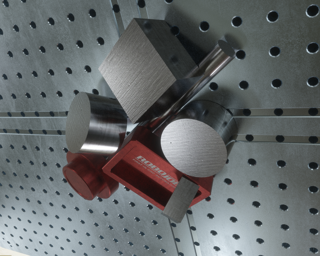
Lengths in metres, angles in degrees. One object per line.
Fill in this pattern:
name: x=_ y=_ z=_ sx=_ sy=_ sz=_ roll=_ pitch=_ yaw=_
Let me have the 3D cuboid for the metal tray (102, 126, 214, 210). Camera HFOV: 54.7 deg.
metal tray: x=-0.003 y=0.064 z=0.431 sx=0.130 sy=0.030 sz=0.090 roll=36 pitch=130 yaw=-13

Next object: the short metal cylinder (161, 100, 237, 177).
short metal cylinder: x=0.048 y=0.013 z=0.377 sx=0.080 sy=0.050 sz=0.079 roll=13 pitch=124 yaw=21

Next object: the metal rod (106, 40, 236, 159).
metal rod: x=-0.014 y=-0.004 z=0.418 sx=0.025 sy=0.025 sz=0.299 roll=44 pitch=130 yaw=-3

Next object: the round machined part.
round machined part: x=-0.116 y=0.076 z=0.491 sx=0.098 sy=0.042 sz=0.097 roll=28 pitch=140 yaw=26

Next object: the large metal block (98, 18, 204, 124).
large metal block: x=-0.012 y=-0.063 z=0.348 sx=0.080 sy=0.050 sz=0.080 roll=-43 pitch=74 yaw=39

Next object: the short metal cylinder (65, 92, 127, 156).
short metal cylinder: x=-0.086 y=-0.004 z=0.411 sx=0.080 sy=0.050 sz=0.080 roll=-16 pitch=70 yaw=51

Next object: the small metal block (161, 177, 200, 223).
small metal block: x=0.025 y=0.095 z=0.402 sx=0.025 sy=0.050 sz=0.050 roll=29 pitch=163 yaw=7
